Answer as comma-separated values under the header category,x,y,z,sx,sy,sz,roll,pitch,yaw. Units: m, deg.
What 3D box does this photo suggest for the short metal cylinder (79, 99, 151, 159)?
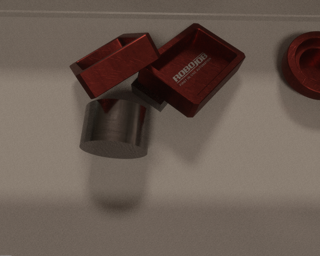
category,x,y,z,sx,sy,sz,roll,pitch,yaw
short metal cylinder,-0.053,0.004,0.378,0.081,0.080,0.050,4,70,1

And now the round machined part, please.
category,x,y,z,sx,sy,sz,roll,pitch,yaw
round machined part,0.219,-0.083,0.434,0.099,0.042,0.098,0,70,-1

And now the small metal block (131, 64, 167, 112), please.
category,x,y,z,sx,sy,sz,roll,pitch,yaw
small metal block,-0.004,-0.059,0.431,0.050,0.025,0.050,36,73,11

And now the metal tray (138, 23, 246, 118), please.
category,x,y,z,sx,sy,sz,roll,pitch,yaw
metal tray,0.045,-0.082,0.416,0.090,0.030,0.131,37,56,12

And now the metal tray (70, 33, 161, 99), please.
category,x,y,z,sx,sy,sz,roll,pitch,yaw
metal tray,-0.062,-0.082,0.386,0.090,0.130,0.030,-33,113,-8
